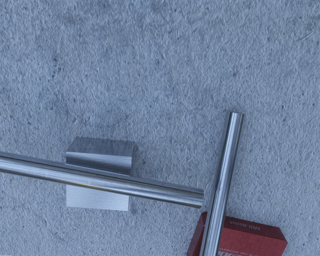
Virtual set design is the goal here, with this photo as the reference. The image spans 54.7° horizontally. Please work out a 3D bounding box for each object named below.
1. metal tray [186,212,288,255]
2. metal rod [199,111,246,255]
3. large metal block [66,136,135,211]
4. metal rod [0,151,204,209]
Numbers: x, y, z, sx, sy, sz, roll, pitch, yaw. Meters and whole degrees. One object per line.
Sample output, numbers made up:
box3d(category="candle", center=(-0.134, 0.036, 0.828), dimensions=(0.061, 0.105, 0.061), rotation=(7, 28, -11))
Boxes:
box3d(category="metal tray", center=(0.116, 0.186, 0.478), dimensions=(0.131, 0.030, 0.089), rotation=(14, 109, -6))
box3d(category="metal rod", center=(0.077, 0.125, 0.428), dimensions=(0.025, 0.025, 0.298), rotation=(8, 99, -4))
box3d(category="large metal block", center=(-0.079, 0.061, 0.418), dimensions=(0.081, 0.050, 0.079), rotation=(5, 110, -3))
box3d(category="metal rod", center=(-0.096, 0.059, 0.376), dimensions=(0.302, 0.025, 0.025), rotation=(11, 110, -5))
